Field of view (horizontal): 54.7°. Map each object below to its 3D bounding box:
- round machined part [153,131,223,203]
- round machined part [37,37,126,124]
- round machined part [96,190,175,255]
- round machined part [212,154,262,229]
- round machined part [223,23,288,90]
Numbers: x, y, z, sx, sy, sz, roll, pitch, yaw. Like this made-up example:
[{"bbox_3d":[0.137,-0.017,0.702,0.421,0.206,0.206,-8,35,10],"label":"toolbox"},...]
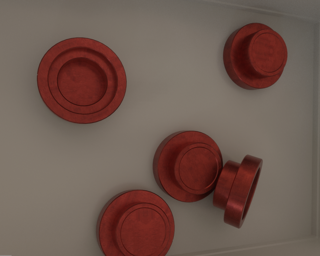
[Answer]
[{"bbox_3d":[0.043,0.052,0.419,0.099,0.042,0.097,0,90,-21],"label":"round machined part"},{"bbox_3d":[-0.093,-0.053,0.368,0.099,0.042,0.097,0,90,-21],"label":"round machined part"},{"bbox_3d":[-0.026,0.126,0.384,0.099,0.042,0.098,4,79,-21],"label":"round machined part"},{"bbox_3d":[0.104,0.082,0.423,0.042,0.098,0.098,18,82,23],"label":"round machined part"},{"bbox_3d":[0.147,-0.107,0.457,0.099,0.042,0.097,0,90,-21],"label":"round machined part"}]
